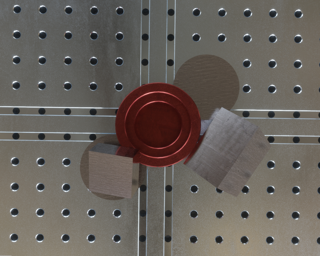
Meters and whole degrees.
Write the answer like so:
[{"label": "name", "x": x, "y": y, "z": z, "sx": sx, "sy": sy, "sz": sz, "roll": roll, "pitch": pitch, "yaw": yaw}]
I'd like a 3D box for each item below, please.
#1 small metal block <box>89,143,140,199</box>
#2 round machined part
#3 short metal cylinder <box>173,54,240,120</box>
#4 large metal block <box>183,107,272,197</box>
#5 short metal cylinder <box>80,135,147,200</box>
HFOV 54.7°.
[{"label": "small metal block", "x": -0.051, "y": 0.048, "z": 0.350, "sx": 0.050, "sy": 0.025, "sz": 0.050, "roll": 8, "pitch": 110, "yaw": 12}, {"label": "round machined part", "x": -0.002, "y": -0.004, "z": 0.375, "sx": 0.099, "sy": 0.042, "sz": 0.097, "roll": 0, "pitch": 90, "yaw": 0}, {"label": "short metal cylinder", "x": 0.056, "y": -0.050, "z": 0.401, "sx": 0.081, "sy": 0.050, "sz": 0.079, "roll": 0, "pitch": 90, "yaw": 0}, {"label": "large metal block", "x": 0.086, "y": 0.032, "z": 0.380, "sx": 0.050, "sy": 0.080, "sz": 0.080, "roll": 34, "pitch": 90, "yaw": 34}, {"label": "short metal cylinder", "x": -0.057, "y": 0.048, "z": 0.400, "sx": 0.081, "sy": 0.050, "sz": 0.079, "roll": 0, "pitch": 90, "yaw": 0}]
